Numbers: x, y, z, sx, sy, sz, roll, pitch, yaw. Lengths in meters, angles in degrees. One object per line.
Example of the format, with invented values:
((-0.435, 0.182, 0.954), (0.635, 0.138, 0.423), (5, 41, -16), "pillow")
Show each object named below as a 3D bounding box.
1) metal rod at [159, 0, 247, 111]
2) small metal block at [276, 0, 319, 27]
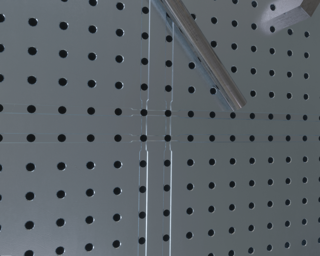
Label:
((0.030, -0.150, 0.423), (0.025, 0.025, 0.299), (-40, 103, -16), "metal rod")
((0.217, -0.190, 0.479), (0.025, 0.050, 0.050), (37, 78, -17), "small metal block")
